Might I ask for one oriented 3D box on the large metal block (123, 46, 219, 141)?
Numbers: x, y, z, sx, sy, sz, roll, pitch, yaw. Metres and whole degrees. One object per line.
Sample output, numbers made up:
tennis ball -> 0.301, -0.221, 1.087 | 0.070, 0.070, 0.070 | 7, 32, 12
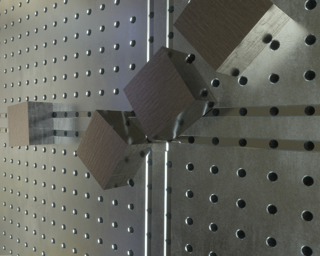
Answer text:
large metal block -> 0.011, -0.040, 0.385 | 0.080, 0.050, 0.080 | -42, 65, 32

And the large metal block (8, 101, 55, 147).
large metal block -> -0.252, -0.006, 0.603 | 0.080, 0.050, 0.080 | -6, 86, 40

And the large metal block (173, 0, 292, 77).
large metal block -> 0.074, -0.114, 0.332 | 0.080, 0.050, 0.080 | -50, 61, 28

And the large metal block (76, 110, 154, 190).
large metal block -> -0.068, 0.030, 0.451 | 0.080, 0.050, 0.080 | 44, 117, 31
